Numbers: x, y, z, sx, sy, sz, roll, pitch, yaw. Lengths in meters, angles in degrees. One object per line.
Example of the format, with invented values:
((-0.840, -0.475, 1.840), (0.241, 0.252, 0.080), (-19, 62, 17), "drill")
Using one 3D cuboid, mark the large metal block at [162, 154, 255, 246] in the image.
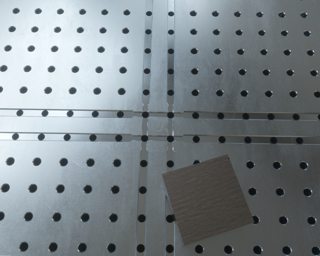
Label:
((0.052, 0.086, 0.368), (0.080, 0.050, 0.080), (-16, 71, -6), "large metal block")
